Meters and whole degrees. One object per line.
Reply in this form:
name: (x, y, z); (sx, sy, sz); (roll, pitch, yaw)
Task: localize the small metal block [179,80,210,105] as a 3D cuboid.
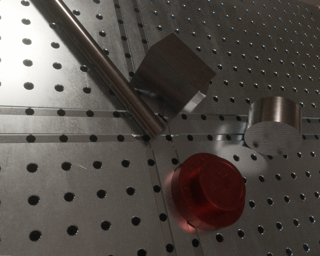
small metal block: (0.048, -0.072, 0.480); (0.050, 0.025, 0.050); (28, 52, -11)

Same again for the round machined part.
round machined part: (0.068, 0.075, 0.390); (0.099, 0.042, 0.098); (14, 56, -21)

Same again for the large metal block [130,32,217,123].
large metal block: (0.015, -0.067, 0.423); (0.080, 0.080, 0.050); (44, 51, 2)

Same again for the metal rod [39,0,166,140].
metal rod: (-0.095, -0.107, 0.423); (0.025, 0.025, 0.300); (-33, 80, -38)

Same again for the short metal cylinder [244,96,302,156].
short metal cylinder: (0.172, -0.002, 0.469); (0.080, 0.080, 0.050); (28, 52, -11)
